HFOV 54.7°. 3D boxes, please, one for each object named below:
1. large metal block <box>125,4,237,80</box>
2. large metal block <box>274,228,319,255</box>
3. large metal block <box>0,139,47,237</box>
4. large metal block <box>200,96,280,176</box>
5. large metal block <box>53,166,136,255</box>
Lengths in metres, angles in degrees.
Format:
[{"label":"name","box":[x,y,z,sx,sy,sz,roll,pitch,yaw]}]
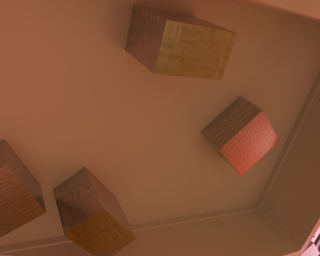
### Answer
[{"label":"large metal block","box":[0.018,-0.091,0.328,0.081,0.080,0.050,0,119,-29]},{"label":"large metal block","box":[0.347,0.312,0.783,0.080,0.050,0.080,-42,130,0]},{"label":"large metal block","box":[-0.184,0.072,0.337,0.080,0.050,0.080,-28,128,-11]},{"label":"large metal block","box":[0.122,0.013,0.470,0.080,0.050,0.080,-43,130,1]},{"label":"large metal block","box":[-0.084,0.110,0.396,0.050,0.080,0.080,-36,130,-4]}]
